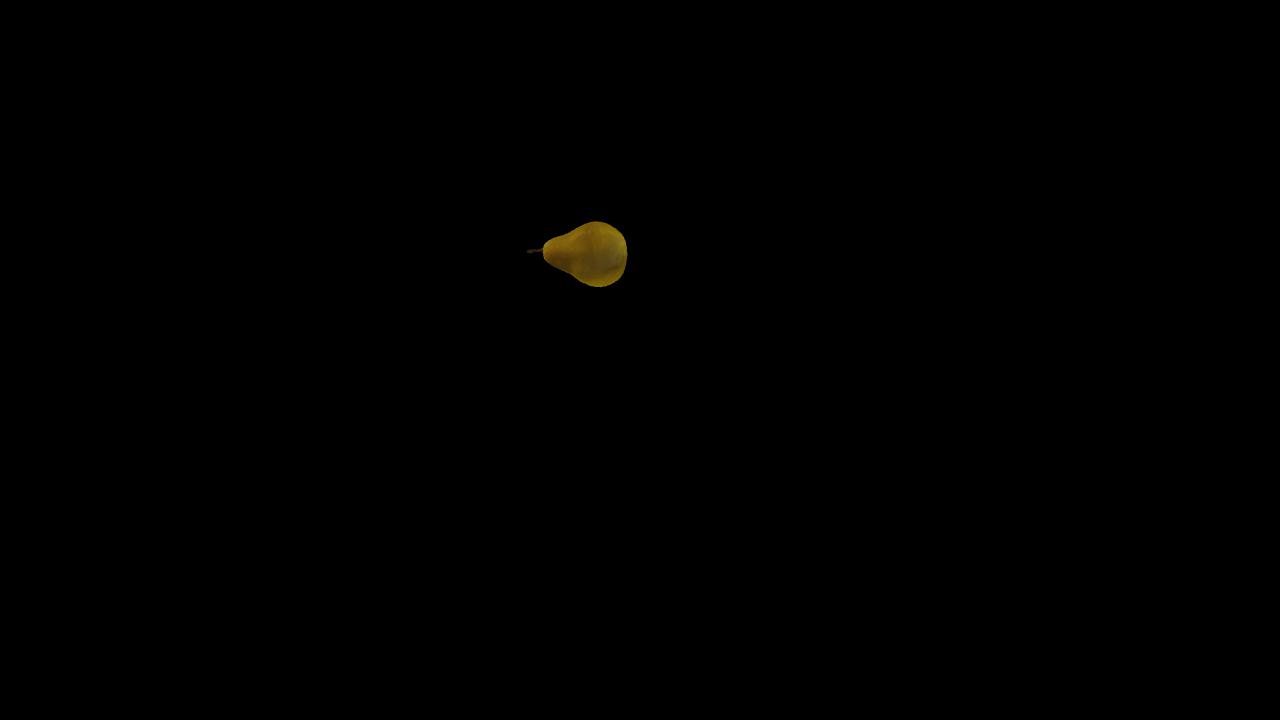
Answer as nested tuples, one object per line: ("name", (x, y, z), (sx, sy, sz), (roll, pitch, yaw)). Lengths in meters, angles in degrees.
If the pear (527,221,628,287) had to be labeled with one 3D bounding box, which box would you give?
("pear", (-0.073, -0.125, 0.710), (0.111, 0.080, 0.080), (1, 0, -16))
